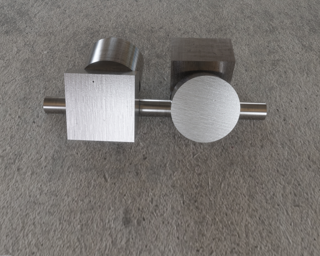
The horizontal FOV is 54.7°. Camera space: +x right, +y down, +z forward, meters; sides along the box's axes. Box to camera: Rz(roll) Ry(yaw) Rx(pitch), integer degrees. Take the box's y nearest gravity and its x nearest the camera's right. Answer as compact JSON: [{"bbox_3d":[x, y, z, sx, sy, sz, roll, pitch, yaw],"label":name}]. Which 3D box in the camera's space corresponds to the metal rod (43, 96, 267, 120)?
[{"bbox_3d":[-0.007,-0.028,0.430,0.302,0.025,0.025,2,50,1],"label":"metal rod"}]

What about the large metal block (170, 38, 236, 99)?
[{"bbox_3d":[0.055,-0.077,0.434,0.080,0.080,0.050,1,50,1],"label":"large metal block"}]

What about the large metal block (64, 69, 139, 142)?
[{"bbox_3d":[-0.069,-0.030,0.385,0.080,0.079,0.050,2,16,1],"label":"large metal block"}]

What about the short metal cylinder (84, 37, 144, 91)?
[{"bbox_3d":[-0.065,-0.078,0.434,0.080,0.080,0.050,3,50,2],"label":"short metal cylinder"}]

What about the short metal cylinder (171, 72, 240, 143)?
[{"bbox_3d":[0.054,-0.027,0.385,0.080,0.079,0.050,1,15,1],"label":"short metal cylinder"}]
